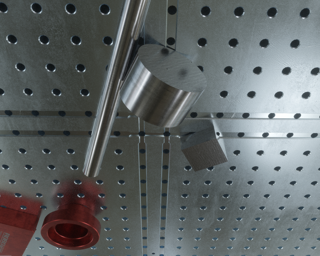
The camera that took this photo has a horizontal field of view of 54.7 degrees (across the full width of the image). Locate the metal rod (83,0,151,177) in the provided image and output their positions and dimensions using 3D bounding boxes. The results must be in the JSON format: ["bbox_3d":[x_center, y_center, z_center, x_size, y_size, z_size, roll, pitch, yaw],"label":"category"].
[{"bbox_3d":[-0.057,-0.044,0.373,0.025,0.025,0.298,14,129,-12],"label":"metal rod"}]

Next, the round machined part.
[{"bbox_3d":[-0.153,0.170,0.543,0.099,0.042,0.097,-1,130,0],"label":"round machined part"}]

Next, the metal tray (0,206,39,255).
[{"bbox_3d":[-0.288,0.198,0.573,0.091,0.030,0.129,22,127,-19],"label":"metal tray"}]

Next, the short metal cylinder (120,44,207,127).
[{"bbox_3d":[0.003,-0.046,0.336,0.080,0.080,0.050,20,127,-17],"label":"short metal cylinder"}]

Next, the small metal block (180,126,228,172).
[{"bbox_3d":[0.063,0.030,0.439,0.050,0.025,0.050,-21,128,16],"label":"small metal block"}]
